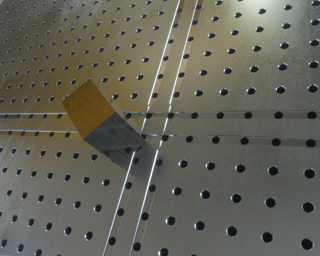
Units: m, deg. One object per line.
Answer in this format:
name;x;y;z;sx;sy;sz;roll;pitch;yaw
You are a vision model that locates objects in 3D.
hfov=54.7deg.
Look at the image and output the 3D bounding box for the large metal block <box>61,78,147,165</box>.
large metal block;-0.074;-0.008;0.415;0.050;0.080;0.080;-41;51;0
